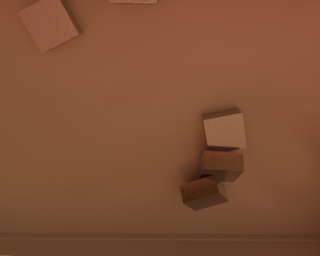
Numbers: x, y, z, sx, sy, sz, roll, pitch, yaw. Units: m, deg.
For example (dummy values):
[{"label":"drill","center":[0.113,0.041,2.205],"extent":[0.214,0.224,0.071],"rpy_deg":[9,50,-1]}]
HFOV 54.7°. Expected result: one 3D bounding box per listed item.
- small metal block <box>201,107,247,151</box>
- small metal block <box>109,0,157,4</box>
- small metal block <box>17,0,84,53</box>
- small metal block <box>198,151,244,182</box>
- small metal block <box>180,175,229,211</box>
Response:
[{"label":"small metal block","center":[0.085,0.004,0.414],"extent":[0.050,0.025,0.050],"rpy_deg":[-11,110,3]},{"label":"small metal block","center":[-0.028,-0.151,0.342],"extent":[0.050,0.050,0.025],"rpy_deg":[1,110,-1]},{"label":"small metal block","center":[-0.127,-0.123,0.364],"extent":[0.050,0.025,0.050],"rpy_deg":[-24,109,8]},{"label":"small metal block","center":[0.080,0.053,0.417],"extent":[0.050,0.025,0.050],"rpy_deg":[4,153,-2]},{"label":"small metal block","center":[0.062,0.091,0.429],"extent":[0.050,0.025,0.050],"rpy_deg":[-21,147,16]}]
